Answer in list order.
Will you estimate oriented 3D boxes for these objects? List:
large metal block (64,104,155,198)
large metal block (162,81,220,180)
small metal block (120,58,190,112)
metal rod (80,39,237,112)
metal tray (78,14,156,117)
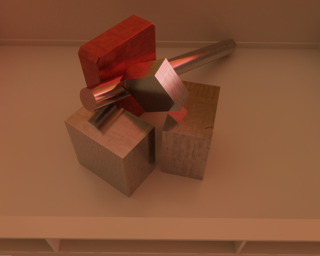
[{"bbox_3d":[-0.053,0.021,0.351,0.080,0.080,0.050,29,56,22],"label":"large metal block"},{"bbox_3d":[0.036,0.003,0.367,0.050,0.080,0.080,10,51,8],"label":"large metal block"},{"bbox_3d":[-0.005,-0.043,0.327,0.050,0.050,0.025,0,51,42],"label":"small metal block"},{"bbox_3d":[0.022,-0.083,0.415,0.025,0.025,0.302,34,41,25],"label":"metal rod"},{"bbox_3d":[-0.045,-0.061,0.385,0.030,0.129,0.090,33,58,25],"label":"metal tray"}]
